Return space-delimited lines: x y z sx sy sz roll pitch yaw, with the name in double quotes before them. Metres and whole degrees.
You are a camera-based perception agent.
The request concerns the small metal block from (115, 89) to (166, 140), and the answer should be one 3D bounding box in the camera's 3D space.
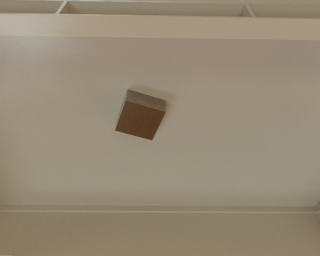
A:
"small metal block" -0.025 -0.016 0.395 0.050 0.025 0.050 15 128 -13
